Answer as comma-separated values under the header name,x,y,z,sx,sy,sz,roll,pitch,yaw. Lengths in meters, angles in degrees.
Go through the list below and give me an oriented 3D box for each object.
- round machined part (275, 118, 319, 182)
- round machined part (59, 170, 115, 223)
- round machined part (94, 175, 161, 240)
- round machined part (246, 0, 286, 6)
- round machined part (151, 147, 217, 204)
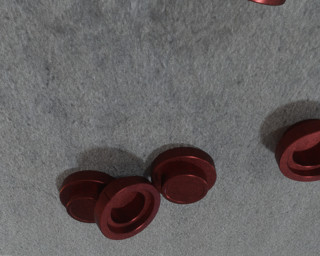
name,x,y,z,sx,sy,sz,roll,pitch,yaw
round machined part,0.206,0.026,0.421,0.099,0.042,0.097,-1,130,0
round machined part,-0.110,0.115,0.493,0.099,0.042,0.097,0,130,0
round machined part,-0.051,0.112,0.457,0.099,0.042,0.097,-18,123,-28
round machined part,0.077,-0.132,0.248,0.099,0.098,0.042,10,129,-9
round machined part,0.036,0.077,0.462,0.099,0.042,0.097,-1,130,0
